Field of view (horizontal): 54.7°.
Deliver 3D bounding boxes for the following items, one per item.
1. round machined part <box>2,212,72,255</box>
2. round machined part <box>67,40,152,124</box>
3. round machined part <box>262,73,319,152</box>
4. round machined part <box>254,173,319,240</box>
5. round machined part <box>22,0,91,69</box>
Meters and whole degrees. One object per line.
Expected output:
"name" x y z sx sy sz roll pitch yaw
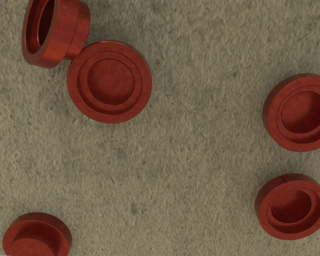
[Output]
"round machined part" -0.187 0.180 0.464 0.099 0.042 0.097 0 110 -1
"round machined part" -0.059 -0.058 0.379 0.099 0.042 0.097 0 110 -1
"round machined part" 0.179 -0.022 0.395 0.099 0.042 0.097 0 110 -1
"round machined part" 0.184 0.107 0.443 0.099 0.042 0.097 0 110 -1
"round machined part" -0.112 -0.112 0.338 0.042 0.098 0.097 9 115 -42
